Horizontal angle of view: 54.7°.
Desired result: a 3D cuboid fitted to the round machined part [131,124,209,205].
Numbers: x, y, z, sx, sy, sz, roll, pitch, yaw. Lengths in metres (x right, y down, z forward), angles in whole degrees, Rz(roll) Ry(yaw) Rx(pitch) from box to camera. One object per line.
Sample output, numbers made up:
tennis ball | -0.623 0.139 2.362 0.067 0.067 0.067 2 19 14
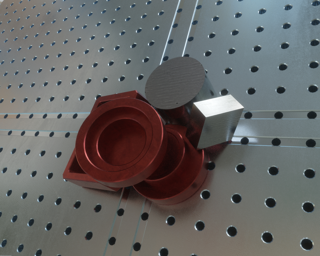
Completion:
round machined part | 0.005 0.038 0.369 0.098 0.042 0.098 -13 56 20

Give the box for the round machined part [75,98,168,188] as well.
round machined part | -0.039 0.019 0.344 0.098 0.042 0.098 -6 62 13

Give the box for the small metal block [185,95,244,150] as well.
small metal block | 0.061 -0.006 0.351 0.050 0.050 0.025 -14 47 -24

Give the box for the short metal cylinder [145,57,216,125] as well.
short metal cylinder | 0.028 -0.046 0.404 0.080 0.050 0.080 -13 56 20

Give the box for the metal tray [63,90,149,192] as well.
metal tray | -0.071 0.015 0.417 0.090 0.030 0.130 -4 59 43
